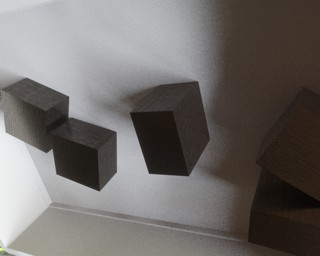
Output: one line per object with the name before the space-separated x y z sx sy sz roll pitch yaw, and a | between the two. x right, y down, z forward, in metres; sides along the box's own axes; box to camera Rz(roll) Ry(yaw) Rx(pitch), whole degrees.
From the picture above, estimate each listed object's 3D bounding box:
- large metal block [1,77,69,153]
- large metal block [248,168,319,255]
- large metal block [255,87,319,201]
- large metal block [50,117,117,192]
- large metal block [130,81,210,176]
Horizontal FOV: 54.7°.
large metal block | -0.191 -0.020 0.478 0.080 0.050 0.079 24 127 13
large metal block | 0.150 0.093 0.352 0.080 0.080 0.050 9 122 23
large metal block | 0.159 0.018 0.320 0.080 0.050 0.079 31 128 7
large metal block | -0.114 0.040 0.475 0.080 0.050 0.079 17 125 18
large metal block | 0.016 -0.001 0.363 0.050 0.080 0.080 -1 118 28
